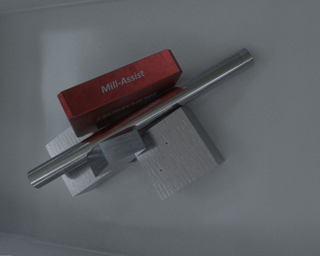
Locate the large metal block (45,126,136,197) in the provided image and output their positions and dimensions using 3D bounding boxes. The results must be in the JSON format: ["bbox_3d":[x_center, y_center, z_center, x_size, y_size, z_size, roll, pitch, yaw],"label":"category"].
[{"bbox_3d":[-0.095,0.035,0.426,0.080,0.050,0.080,-35,79,16],"label":"large metal block"}]

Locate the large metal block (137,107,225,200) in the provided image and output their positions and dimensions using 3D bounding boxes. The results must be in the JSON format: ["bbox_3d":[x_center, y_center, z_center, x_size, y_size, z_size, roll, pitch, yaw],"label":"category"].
[{"bbox_3d":[0.022,0.031,0.387,0.080,0.050,0.080,-35,79,16],"label":"large metal block"}]

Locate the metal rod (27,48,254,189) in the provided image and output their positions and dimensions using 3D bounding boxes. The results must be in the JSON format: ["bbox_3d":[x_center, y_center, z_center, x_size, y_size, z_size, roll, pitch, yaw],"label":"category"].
[{"bbox_3d":[-0.024,-0.011,0.377,0.301,0.025,0.025,-30,80,2],"label":"metal rod"}]

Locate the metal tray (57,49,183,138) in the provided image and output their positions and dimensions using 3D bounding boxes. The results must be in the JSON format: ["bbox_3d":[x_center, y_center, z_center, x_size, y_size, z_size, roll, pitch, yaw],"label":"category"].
[{"bbox_3d":[-0.045,-0.037,0.361,0.131,0.090,0.030,-25,82,-15],"label":"metal tray"}]

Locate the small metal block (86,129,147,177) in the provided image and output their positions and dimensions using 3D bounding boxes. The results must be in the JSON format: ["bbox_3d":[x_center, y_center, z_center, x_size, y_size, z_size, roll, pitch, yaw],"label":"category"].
[{"bbox_3d":[-0.052,0.030,0.361,0.025,0.050,0.050,61,144,10],"label":"small metal block"}]
